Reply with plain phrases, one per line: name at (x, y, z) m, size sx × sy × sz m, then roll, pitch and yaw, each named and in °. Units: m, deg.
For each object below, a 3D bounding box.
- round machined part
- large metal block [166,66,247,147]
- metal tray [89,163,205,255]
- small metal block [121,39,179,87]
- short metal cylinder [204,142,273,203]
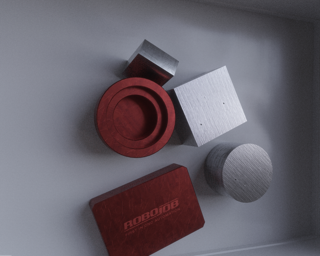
round machined part at (-0.033, -0.013, 0.390) m, size 0.099 × 0.042 × 0.097 m, roll 0°, pitch 90°, yaw -21°
large metal block at (0.058, -0.029, 0.420) m, size 0.081 × 0.050 × 0.080 m, roll -26°, pitch 99°, yaw -18°
metal tray at (-0.014, 0.112, 0.404) m, size 0.131 × 0.030 × 0.090 m, roll -21°, pitch 97°, yaw -19°
small metal block at (-0.013, -0.076, 0.390) m, size 0.050 × 0.050 × 0.025 m, roll 29°, pitch 57°, yaw -18°
short metal cylinder at (0.110, 0.061, 0.440) m, size 0.081 × 0.050 × 0.079 m, roll 0°, pitch 90°, yaw -21°
